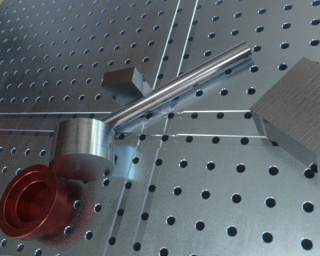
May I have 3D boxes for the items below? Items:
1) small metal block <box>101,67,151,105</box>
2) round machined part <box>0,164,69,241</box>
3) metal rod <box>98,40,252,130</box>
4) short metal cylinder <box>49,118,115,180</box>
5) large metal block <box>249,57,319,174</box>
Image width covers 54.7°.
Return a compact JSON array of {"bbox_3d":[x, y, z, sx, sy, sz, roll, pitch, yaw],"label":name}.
[{"bbox_3d":[-0.049,-0.060,0.453,0.050,0.050,0.025,-6,59,25],"label":"small metal block"},{"bbox_3d":[-0.165,0.102,0.419,0.098,0.042,0.098,-13,56,20],"label":"round machined part"},{"bbox_3d":[-0.015,-0.037,0.437,0.301,0.025,0.025,-27,53,10],"label":"metal rod"},{"bbox_3d":[-0.100,0.030,0.405,0.080,0.080,0.050,-16,56,19],"label":"short metal cylinder"},{"bbox_3d":[0.155,-0.014,0.319,0.080,0.050,0.080,-44,51,-3],"label":"large metal block"}]
